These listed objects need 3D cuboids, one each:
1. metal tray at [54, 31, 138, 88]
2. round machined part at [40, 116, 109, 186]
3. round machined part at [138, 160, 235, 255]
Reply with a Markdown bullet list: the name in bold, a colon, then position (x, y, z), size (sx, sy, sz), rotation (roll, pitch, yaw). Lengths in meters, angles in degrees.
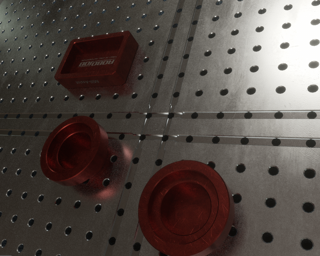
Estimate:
- **metal tray**: position (-0.110, -0.115, 0.530), size (0.130, 0.030, 0.090), rotation (1, 62, 28)
- **round machined part**: position (-0.114, 0.035, 0.434), size (0.098, 0.042, 0.098), rotation (-13, 56, 20)
- **round machined part**: position (0.030, 0.087, 0.328), size (0.098, 0.042, 0.098), rotation (-13, 56, 20)
